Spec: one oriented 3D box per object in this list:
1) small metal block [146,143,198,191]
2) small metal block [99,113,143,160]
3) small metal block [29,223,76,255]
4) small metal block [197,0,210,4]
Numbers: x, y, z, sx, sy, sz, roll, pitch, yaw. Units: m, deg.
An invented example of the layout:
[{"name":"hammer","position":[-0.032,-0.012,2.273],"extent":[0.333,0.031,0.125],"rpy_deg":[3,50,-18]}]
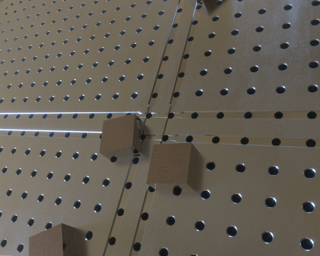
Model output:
[{"name":"small metal block","position":[0.016,0.047,0.370],"extent":[0.050,0.025,0.050],"rpy_deg":[-4,60,25]},{"name":"small metal block","position":[-0.052,0.012,0.427],"extent":[0.050,0.025,0.050],"rpy_deg":[-12,57,21]},{"name":"small metal block","position":[-0.133,0.153,0.382],"extent":[0.050,0.025,0.050],"rpy_deg":[-26,53,11]},{"name":"small metal block","position":[0.074,-0.240,0.516],"extent":[0.050,0.025,0.050],"rpy_deg":[-42,51,-1]}]
